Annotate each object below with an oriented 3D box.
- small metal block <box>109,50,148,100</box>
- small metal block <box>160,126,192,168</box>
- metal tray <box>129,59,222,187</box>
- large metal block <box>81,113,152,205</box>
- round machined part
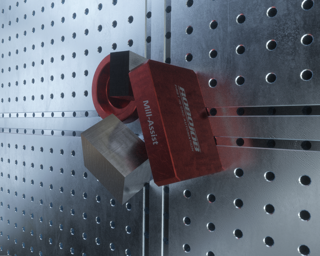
[{"bbox_3d":[-0.034,-0.060,0.366,0.025,0.050,0.050,0,89,26],"label":"small metal block"},{"bbox_3d":[0.015,0.025,0.389,0.050,0.025,0.050,19,107,49],"label":"small metal block"},{"bbox_3d":[0.019,-0.006,0.349,0.030,0.091,0.129,-23,76,38],"label":"metal tray"},{"bbox_3d":[-0.056,0.042,0.408,0.080,0.050,0.080,41,147,20],"label":"large metal block"},{"bbox_3d":[-0.048,-0.055,0.436,0.098,0.042,0.097,0,90,39],"label":"round machined part"}]
